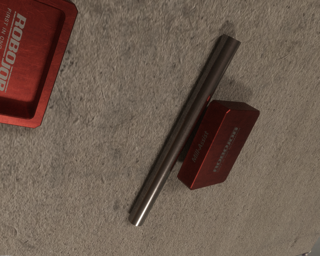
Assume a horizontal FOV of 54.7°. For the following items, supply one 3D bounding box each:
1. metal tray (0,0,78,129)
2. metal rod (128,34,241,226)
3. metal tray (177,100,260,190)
[{"bbox_3d":[-0.141,-0.069,0.284,0.091,0.030,0.129,12,112,-34],"label":"metal tray"},{"bbox_3d":[0.027,0.015,0.432,0.025,0.025,0.298,14,111,-35],"label":"metal rod"},{"bbox_3d":[0.086,0.025,0.453,0.091,0.030,0.129,-1,120,-46],"label":"metal tray"}]
